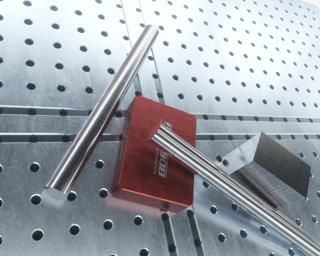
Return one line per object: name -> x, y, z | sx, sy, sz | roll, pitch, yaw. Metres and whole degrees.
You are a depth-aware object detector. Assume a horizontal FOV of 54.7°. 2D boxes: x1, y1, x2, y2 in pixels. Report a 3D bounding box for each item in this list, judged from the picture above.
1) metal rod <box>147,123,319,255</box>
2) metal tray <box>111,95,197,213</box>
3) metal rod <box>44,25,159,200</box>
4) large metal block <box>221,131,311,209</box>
metal rod -> 0.110, 0.091, 0.386 | 0.301, 0.025, 0.025 | 37, 51, -14
metal tray -> -0.003, 0.030, 0.385 | 0.091, 0.030, 0.130 | 19, 54, -17
metal rod -> -0.059, -0.044, 0.402 | 0.025, 0.025, 0.300 | 30, 52, -9
large metal block -> 0.133, 0.062, 0.407 | 0.080, 0.080, 0.050 | 35, 51, -5
